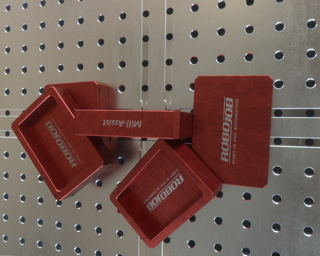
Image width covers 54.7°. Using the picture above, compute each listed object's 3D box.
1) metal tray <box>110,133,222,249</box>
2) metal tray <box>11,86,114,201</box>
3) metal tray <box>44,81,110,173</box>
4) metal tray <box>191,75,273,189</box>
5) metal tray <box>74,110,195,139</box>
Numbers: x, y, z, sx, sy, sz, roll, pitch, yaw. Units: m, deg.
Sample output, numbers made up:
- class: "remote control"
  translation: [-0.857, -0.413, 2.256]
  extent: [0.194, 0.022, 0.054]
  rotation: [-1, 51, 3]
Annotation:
- class: "metal tray"
  translation: [0.002, 0.081, 0.388]
  extent: [0.090, 0.030, 0.129]
  rotation: [48, 121, 13]
- class: "metal tray"
  translation: [-0.134, 0.020, 0.422]
  extent: [0.090, 0.030, 0.130]
  rotation: [-39, 78, 15]
- class: "metal tray"
  translation: [-0.121, 0.000, 0.451]
  extent: [0.090, 0.030, 0.129]
  rotation: [-1, 90, 20]
- class: "metal tray"
  translation: [0.087, 0.003, 0.378]
  extent: [0.090, 0.030, 0.129]
  rotation: [3, 91, 19]
- class: "metal tray"
  translation: [-0.027, -0.005, 0.386]
  extent: [0.130, 0.090, 0.030]
  rotation: [2, 91, 19]
